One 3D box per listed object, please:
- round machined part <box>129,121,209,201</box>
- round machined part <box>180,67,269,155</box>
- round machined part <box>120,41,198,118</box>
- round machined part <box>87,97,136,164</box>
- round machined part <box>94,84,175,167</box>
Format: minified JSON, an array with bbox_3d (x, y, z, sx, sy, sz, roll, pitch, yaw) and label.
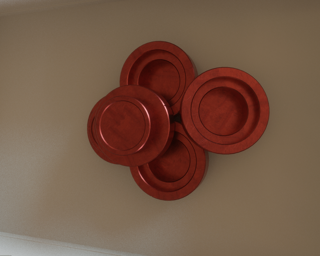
[{"bbox_3d":[0.014,0.039,0.394,0.098,0.042,0.097,0,90,19],"label":"round machined part"},{"bbox_3d":[0.072,-0.019,0.363,0.099,0.042,0.097,0,87,-1],"label":"round machined part"},{"bbox_3d":[0.002,-0.058,0.399,0.098,0.042,0.097,0,90,19],"label":"round machined part"},{"bbox_3d":[-0.056,0.001,0.417,0.098,0.042,0.097,0,90,19],"label":"round machined part"},{"bbox_3d":[-0.036,-0.003,0.365,0.098,0.042,0.097,0,90,19],"label":"round machined part"}]
